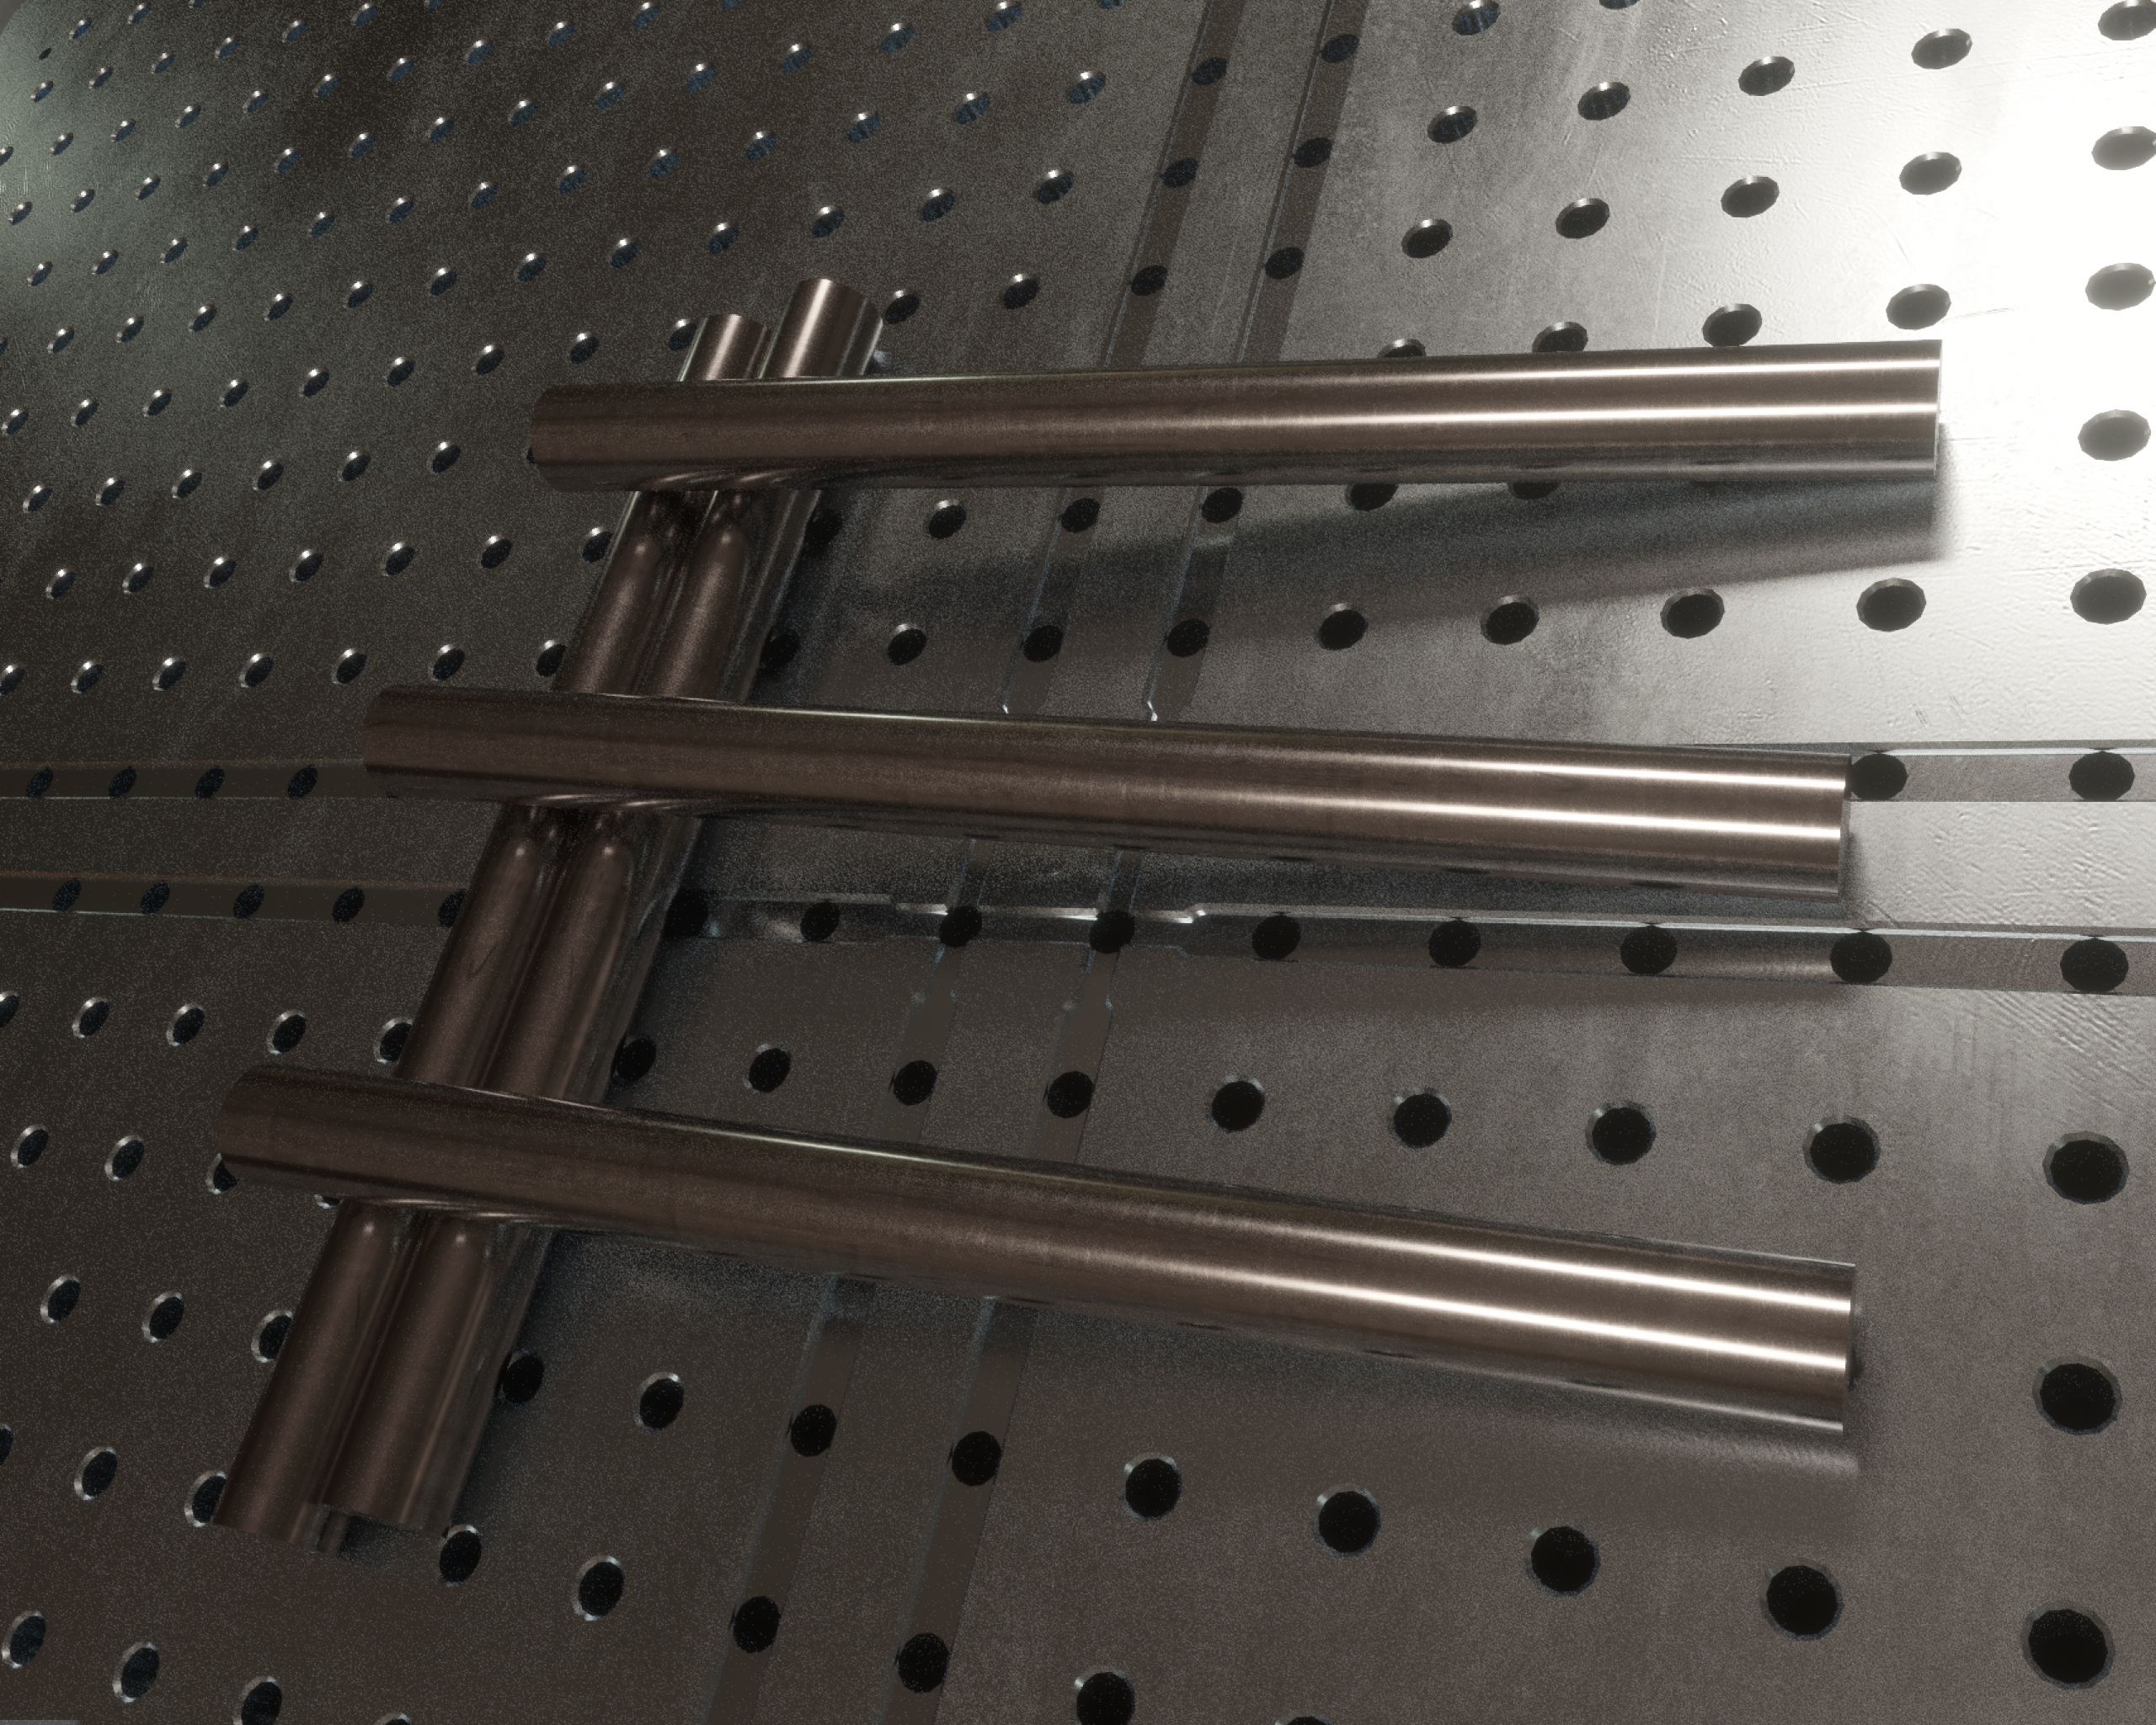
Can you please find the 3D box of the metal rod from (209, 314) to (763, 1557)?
[{"bbox_3d":[-0.121,0.001,0.468,0.025,0.025,0.300,1,62,28],"label":"metal rod"}]

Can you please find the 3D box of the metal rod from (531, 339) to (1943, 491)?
[{"bbox_3d":[0.017,-0.091,0.435,0.301,0.025,0.025,4,63,22],"label":"metal rod"}]

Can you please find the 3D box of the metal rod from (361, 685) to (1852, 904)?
[{"bbox_3d":[-0.011,-0.016,0.403,0.301,0.025,0.025,4,64,23],"label":"metal rod"}]

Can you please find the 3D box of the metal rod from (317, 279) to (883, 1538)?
[{"bbox_3d":[-0.097,-0.006,0.460,0.025,0.025,0.300,1,62,28],"label":"metal rod"}]

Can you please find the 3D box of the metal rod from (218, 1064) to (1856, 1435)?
[{"bbox_3d":[-0.025,0.062,0.363,0.301,0.025,0.025,4,64,22],"label":"metal rod"}]
